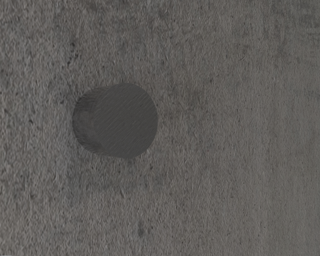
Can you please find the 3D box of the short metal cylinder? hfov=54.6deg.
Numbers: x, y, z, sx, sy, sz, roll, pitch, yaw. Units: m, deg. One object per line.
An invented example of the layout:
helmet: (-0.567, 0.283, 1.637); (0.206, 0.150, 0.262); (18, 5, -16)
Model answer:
short metal cylinder: (-0.049, -0.008, 0.346); (0.081, 0.050, 0.080); (0, 90, -40)
